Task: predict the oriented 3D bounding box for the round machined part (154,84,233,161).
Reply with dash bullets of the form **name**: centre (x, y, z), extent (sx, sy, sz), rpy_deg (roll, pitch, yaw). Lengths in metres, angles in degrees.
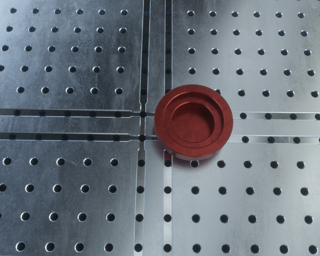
- **round machined part**: centre (0.042, -0.004, 0.405), extent (0.099, 0.042, 0.098), rpy_deg (0, 70, -1)
